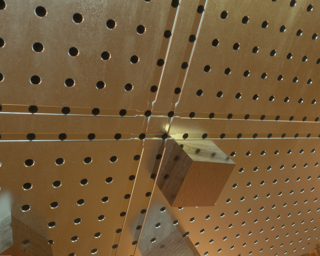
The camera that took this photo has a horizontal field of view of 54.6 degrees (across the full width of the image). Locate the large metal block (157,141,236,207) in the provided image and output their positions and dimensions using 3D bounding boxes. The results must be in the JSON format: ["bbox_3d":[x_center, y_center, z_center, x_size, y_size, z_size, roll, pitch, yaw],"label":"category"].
[{"bbox_3d":[0.054,0.071,0.467,0.081,0.050,0.080,8,114,-32],"label":"large metal block"}]

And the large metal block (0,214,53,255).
[{"bbox_3d":[-0.195,0.170,0.394,0.080,0.050,0.080,-35,129,-5],"label":"large metal block"}]

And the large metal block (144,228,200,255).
[{"bbox_3d":[0.029,0.238,0.538,0.080,0.080,0.050,-40,129,-1],"label":"large metal block"}]
